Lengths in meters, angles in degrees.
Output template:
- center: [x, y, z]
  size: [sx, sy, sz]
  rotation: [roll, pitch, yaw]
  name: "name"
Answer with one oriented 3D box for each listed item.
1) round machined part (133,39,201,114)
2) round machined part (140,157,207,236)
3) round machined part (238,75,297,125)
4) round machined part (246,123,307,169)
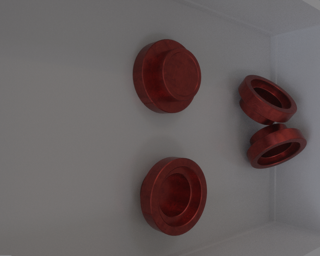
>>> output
- center: [0.016, -0.068, 0.409]
  size: [0.099, 0.042, 0.097]
  rotation: [0, 90, -40]
  name: "round machined part"
- center: [0.013, 0.086, 0.407]
  size: [0.099, 0.042, 0.097]
  rotation: [0, 90, -40]
  name: "round machined part"
- center: [0.174, -0.042, 0.518]
  size: [0.099, 0.042, 0.098]
  rotation: [18, 38, -15]
  name: "round machined part"
- center: [0.196, 0.028, 0.536]
  size: [0.099, 0.098, 0.042]
  rotation: [13, 46, -39]
  name: "round machined part"
